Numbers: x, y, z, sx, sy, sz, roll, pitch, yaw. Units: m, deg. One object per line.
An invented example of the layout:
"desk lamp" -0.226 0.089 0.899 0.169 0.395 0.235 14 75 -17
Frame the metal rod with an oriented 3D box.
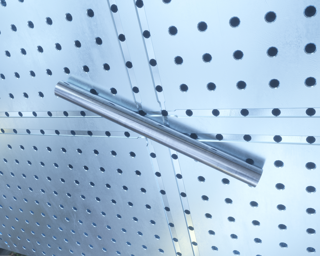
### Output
"metal rod" -0.011 0.002 0.417 0.301 0.025 0.025 24 127 12
